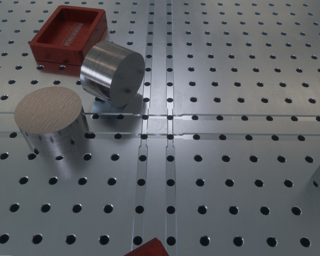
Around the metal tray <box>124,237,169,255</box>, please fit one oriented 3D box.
[{"bbox_3d":[0.017,0.159,0.231,0.030,0.089,0.130,-24,54,-19],"label":"metal tray"}]

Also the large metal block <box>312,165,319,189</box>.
[{"bbox_3d":[0.216,0.060,0.323,0.050,0.080,0.080,-8,51,-7],"label":"large metal block"}]

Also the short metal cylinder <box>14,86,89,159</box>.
[{"bbox_3d":[-0.136,-0.008,0.397,0.081,0.050,0.080,0,50,0],"label":"short metal cylinder"}]

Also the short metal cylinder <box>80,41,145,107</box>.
[{"bbox_3d":[-0.065,-0.076,0.435,0.050,0.080,0.080,26,55,20],"label":"short metal cylinder"}]

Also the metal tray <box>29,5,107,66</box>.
[{"bbox_3d":[-0.155,-0.165,0.541,0.090,0.030,0.130,8,50,7],"label":"metal tray"}]
